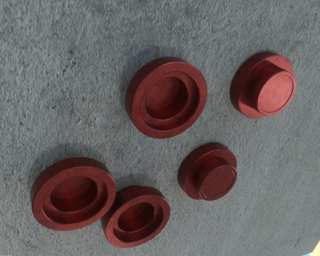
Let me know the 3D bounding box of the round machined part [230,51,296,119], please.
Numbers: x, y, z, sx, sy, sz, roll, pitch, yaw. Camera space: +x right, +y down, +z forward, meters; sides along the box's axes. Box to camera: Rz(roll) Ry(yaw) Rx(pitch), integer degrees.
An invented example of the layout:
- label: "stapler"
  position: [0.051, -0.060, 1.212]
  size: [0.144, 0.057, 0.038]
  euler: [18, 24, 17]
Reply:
- label: "round machined part"
  position: [0.154, -0.056, 0.445]
  size: [0.099, 0.042, 0.097]
  euler: [-14, 124, -21]

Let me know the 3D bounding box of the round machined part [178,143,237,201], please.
- label: "round machined part"
  position: [0.081, 0.075, 0.486]
  size: [0.099, 0.042, 0.097]
  euler: [-14, 124, -21]

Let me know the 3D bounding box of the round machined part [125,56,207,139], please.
- label: "round machined part"
  position: [0.004, -0.039, 0.374]
  size: [0.099, 0.042, 0.097]
  euler: [-14, 124, -21]

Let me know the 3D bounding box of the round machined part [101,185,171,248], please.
- label: "round machined part"
  position: [-0.038, 0.123, 0.451]
  size: [0.099, 0.042, 0.097]
  euler: [-14, 124, -21]

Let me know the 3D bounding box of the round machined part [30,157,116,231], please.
- label: "round machined part"
  position: [-0.108, 0.076, 0.384]
  size: [0.099, 0.042, 0.097]
  euler: [-14, 124, -21]
